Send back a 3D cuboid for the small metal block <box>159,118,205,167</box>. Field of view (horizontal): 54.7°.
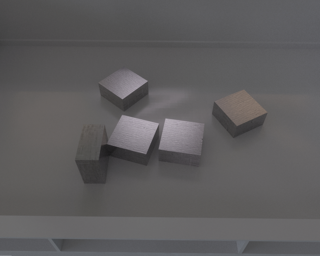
[{"bbox_3d":[0.027,0.018,0.390,0.050,0.025,0.050,8,50,6],"label":"small metal block"}]

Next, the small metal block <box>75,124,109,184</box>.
[{"bbox_3d":[-0.077,0.031,0.362,0.025,0.050,0.050,0,50,1],"label":"small metal block"}]

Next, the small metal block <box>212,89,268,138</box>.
[{"bbox_3d":[0.108,-0.020,0.423,0.050,0.025,0.050,-22,54,-18],"label":"small metal block"}]

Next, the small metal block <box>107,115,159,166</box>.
[{"bbox_3d":[-0.033,0.015,0.392,0.050,0.025,0.050,14,51,11],"label":"small metal block"}]

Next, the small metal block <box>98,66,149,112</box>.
[{"bbox_3d":[-0.053,-0.058,0.453,0.050,0.025,0.050,35,58,25],"label":"small metal block"}]
